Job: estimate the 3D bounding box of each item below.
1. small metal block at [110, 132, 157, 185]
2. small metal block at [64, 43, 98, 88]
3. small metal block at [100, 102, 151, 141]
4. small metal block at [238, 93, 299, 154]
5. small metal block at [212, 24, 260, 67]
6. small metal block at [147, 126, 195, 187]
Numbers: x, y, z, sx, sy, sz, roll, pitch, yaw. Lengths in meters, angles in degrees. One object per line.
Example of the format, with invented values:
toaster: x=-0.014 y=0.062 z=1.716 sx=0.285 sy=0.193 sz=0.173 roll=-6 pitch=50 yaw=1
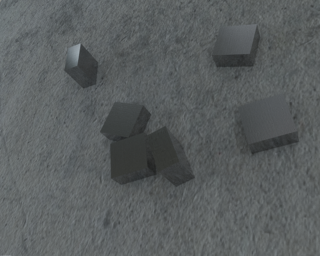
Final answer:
small metal block: x=-0.035 y=0.040 z=0.397 sx=0.050 sy=0.025 sz=0.050 roll=-19 pitch=55 yaw=16
small metal block: x=-0.130 y=-0.103 z=0.517 sx=0.025 sy=0.050 sz=0.050 roll=-15 pitch=56 yaw=20
small metal block: x=-0.047 y=-0.007 z=0.431 sx=0.050 sy=0.025 sz=0.050 roll=9 pitch=66 yaw=32
small metal block: x=0.119 y=-0.005 z=0.344 sx=0.050 sy=0.025 sz=0.050 roll=-17 pitch=55 yaw=17
small metal block: x=0.103 y=-0.110 z=0.417 sx=0.050 sy=0.025 sz=0.050 roll=5 pitch=64 yaw=30
small metal block: x=0.013 y=0.034 z=0.359 sx=0.025 sy=0.050 sz=0.050 roll=-28 pitch=52 yaw=10
